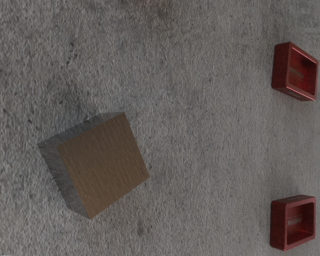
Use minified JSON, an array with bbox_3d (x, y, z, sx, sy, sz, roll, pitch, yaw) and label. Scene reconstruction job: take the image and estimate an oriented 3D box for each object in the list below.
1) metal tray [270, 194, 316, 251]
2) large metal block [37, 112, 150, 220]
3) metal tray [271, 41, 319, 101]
[{"bbox_3d":[0.273,0.189,0.630,0.131,0.030,0.089,3,88,-40],"label":"metal tray"},{"bbox_3d":[-0.069,0.036,0.331,0.081,0.050,0.080,-31,110,-36],"label":"large metal block"},{"bbox_3d":[0.280,-0.112,0.635,0.131,0.030,0.090,12,83,-39],"label":"metal tray"}]
